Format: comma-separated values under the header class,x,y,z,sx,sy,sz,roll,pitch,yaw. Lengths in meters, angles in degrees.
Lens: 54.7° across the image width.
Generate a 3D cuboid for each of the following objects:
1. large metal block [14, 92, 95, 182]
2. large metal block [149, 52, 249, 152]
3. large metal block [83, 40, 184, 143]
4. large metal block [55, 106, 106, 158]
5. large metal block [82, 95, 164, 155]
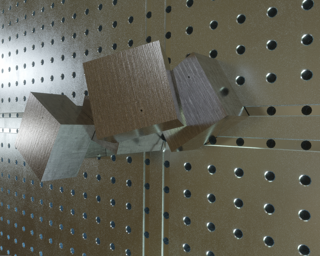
class,x,y,z,sx,sy,sz,roll,pitch,yaw
large metal block,-0.136,0.009,0.397,0.080,0.050,0.079,38,113,33
large metal block,0.040,-0.027,0.358,0.080,0.050,0.080,-37,68,33
large metal block,-0.026,-0.034,0.323,0.080,0.050,0.080,-14,80,9
large metal block,-0.134,0.009,0.481,0.050,0.081,0.080,-8,85,39
large metal block,-0.048,-0.006,0.410,0.080,0.081,0.050,24,105,37
